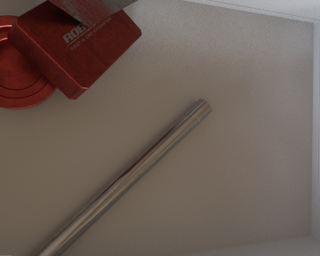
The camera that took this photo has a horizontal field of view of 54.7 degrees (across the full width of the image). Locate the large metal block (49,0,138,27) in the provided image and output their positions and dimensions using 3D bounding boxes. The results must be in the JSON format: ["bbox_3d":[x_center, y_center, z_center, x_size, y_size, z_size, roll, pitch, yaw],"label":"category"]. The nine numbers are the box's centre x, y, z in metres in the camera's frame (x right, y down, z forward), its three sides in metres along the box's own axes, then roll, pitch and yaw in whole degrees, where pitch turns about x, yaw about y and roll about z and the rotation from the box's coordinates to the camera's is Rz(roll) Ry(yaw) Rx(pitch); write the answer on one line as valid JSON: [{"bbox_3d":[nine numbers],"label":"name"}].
[{"bbox_3d":[-0.067,-0.151,0.290,0.080,0.080,0.050,23,55,-56],"label":"large metal block"}]

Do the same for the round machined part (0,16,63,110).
[{"bbox_3d":[-0.160,-0.069,0.342,0.099,0.042,0.097,0,90,-21],"label":"round machined part"}]

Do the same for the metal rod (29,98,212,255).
[{"bbox_3d":[-0.043,0.066,0.395,0.301,0.025,0.025,-42,104,-15],"label":"metal rod"}]

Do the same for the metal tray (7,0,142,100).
[{"bbox_3d":[-0.086,-0.104,0.345,0.090,0.030,0.130,46,48,-16],"label":"metal tray"}]
